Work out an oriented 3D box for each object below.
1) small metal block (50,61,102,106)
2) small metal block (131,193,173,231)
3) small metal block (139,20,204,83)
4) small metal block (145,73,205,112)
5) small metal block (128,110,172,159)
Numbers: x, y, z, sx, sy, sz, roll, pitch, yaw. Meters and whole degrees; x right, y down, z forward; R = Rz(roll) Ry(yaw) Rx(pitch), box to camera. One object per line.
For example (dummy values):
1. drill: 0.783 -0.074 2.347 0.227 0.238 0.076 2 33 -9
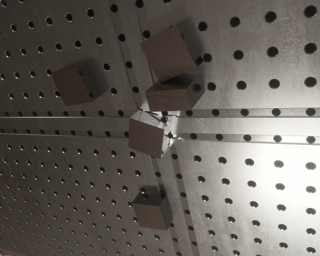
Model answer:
1. small metal block: -0.117 -0.061 0.433 0.050 0.025 0.050 -6 116 30
2. small metal block: -0.012 0.135 0.499 0.050 0.025 0.050 -2 118 28
3. small metal block: 0.013 -0.085 0.350 0.050 0.025 0.050 -18 110 34
4. small metal block: 0.018 -0.042 0.359 0.050 0.050 0.025 -1 118 28
5. small metal block: -0.014 0.009 0.423 0.050 0.025 0.050 18 126 17
